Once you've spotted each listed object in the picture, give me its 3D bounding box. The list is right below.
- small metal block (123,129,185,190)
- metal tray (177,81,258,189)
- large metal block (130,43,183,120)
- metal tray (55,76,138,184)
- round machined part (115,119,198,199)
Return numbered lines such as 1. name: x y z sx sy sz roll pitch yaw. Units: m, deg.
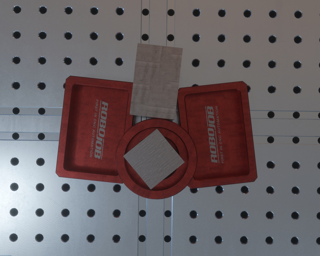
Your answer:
1. small metal block: -0.007 0.036 0.367 0.050 0.025 0.050 -39 90 0
2. metal tray: 0.072 0.009 0.407 0.091 0.030 0.129 -6 90 0
3. large metal block: -0.004 -0.052 0.382 0.050 0.080 0.080 6 90 0
4. metal tray: -0.081 0.002 0.406 0.091 0.030 0.129 6 90 0
5. round machined part: -0.004 0.037 0.392 0.099 0.042 0.097 0 90 0
